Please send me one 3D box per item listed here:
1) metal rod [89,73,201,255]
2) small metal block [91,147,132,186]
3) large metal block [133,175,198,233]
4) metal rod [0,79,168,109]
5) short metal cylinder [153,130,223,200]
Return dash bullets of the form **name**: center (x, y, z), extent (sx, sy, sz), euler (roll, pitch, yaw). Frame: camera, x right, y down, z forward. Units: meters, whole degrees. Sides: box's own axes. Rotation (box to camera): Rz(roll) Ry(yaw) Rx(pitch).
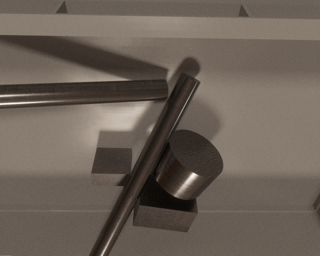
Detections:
- **metal rod**: center (-0.028, 0.067, 0.408), extent (0.025, 0.025, 0.298), euler (21, 109, -17)
- **small metal block**: center (-0.067, 0.054, 0.438), extent (0.050, 0.050, 0.025), euler (2, 130, -2)
- **large metal block**: center (0.006, 0.101, 0.459), extent (0.081, 0.080, 0.050), euler (10, 129, -9)
- **metal rod**: center (-0.138, -0.034, 0.326), extent (0.303, 0.025, 0.025), euler (-5, 132, -18)
- **short metal cylinder**: center (0.037, 0.048, 0.415), extent (0.080, 0.080, 0.050), euler (21, 127, -17)
